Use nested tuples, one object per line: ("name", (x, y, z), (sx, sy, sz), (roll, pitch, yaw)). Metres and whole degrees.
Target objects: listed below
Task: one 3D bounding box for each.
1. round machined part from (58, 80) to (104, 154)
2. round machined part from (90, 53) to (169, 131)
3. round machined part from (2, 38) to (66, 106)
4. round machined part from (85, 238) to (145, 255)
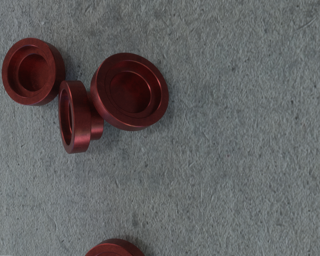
("round machined part", (-0.107, -0.016, 0.420), (0.098, 0.042, 0.097), (16, 109, 60))
("round machined part", (-0.041, -0.042, 0.395), (0.042, 0.099, 0.098), (-29, 78, 55))
("round machined part", (-0.183, -0.081, 0.465), (0.098, 0.042, 0.097), (0, 90, 20))
("round machined part", (-0.055, 0.198, 0.419), (0.098, 0.042, 0.097), (0, 90, 20))
